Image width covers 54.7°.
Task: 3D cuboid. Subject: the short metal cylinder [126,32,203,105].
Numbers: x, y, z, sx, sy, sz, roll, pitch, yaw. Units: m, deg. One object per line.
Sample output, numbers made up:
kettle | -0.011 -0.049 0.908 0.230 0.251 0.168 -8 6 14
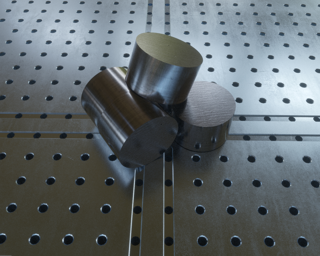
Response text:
short metal cylinder | 0.004 -0.072 0.368 0.081 0.050 0.080 14 36 -10

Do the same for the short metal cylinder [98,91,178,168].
short metal cylinder | -0.026 0.002 0.370 0.081 0.080 0.050 -27 56 -21

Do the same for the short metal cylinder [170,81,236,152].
short metal cylinder | 0.054 -0.016 0.404 0.081 0.050 0.080 0 50 0

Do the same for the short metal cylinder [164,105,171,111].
short metal cylinder | 0.009 -0.067 0.447 0.081 0.050 0.080 0 50 0

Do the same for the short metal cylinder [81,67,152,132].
short metal cylinder | -0.053 -0.031 0.397 0.081 0.080 0.050 -27 56 -21
